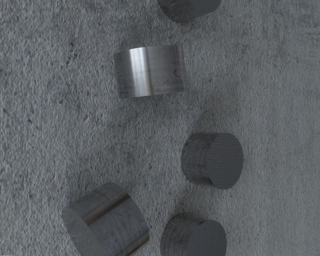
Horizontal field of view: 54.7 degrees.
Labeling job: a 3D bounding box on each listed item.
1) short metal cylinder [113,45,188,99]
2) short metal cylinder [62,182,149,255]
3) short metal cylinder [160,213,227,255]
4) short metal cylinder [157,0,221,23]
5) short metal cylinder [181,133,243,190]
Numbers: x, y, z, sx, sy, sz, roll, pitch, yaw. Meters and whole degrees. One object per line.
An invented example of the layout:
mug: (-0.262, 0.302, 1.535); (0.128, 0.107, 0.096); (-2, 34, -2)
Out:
short metal cylinder: (-0.011, -0.063, 0.360); (0.081, 0.080, 0.050); (-12, 98, -39)
short metal cylinder: (-0.057, 0.104, 0.321); (0.050, 0.080, 0.080); (-29, 108, -36)
short metal cylinder: (0.047, 0.162, 0.428); (0.081, 0.050, 0.080); (0, 90, -40)
short metal cylinder: (0.040, -0.190, 0.421); (0.081, 0.050, 0.080); (0, 90, -40)
short metal cylinder: (0.077, 0.046, 0.453); (0.081, 0.050, 0.080); (0, 90, -40)
